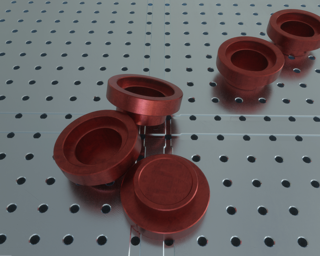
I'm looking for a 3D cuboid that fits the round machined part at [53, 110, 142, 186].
[{"bbox_3d":[-0.070,0.027,0.365,0.098,0.042,0.098,-7,46,8],"label":"round machined part"}]

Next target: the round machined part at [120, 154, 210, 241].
[{"bbox_3d":[0.006,0.068,0.340,0.099,0.042,0.098,0,50,0],"label":"round machined part"}]

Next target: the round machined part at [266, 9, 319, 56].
[{"bbox_3d":[0.234,-0.161,0.535,0.099,0.042,0.098,0,50,0],"label":"round machined part"}]

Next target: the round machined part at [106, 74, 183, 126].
[{"bbox_3d":[-0.022,-0.036,0.410,0.099,0.042,0.098,10,25,-4],"label":"round machined part"}]

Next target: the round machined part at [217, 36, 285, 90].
[{"bbox_3d":[0.136,-0.096,0.479,0.099,0.042,0.098,0,50,0],"label":"round machined part"}]
